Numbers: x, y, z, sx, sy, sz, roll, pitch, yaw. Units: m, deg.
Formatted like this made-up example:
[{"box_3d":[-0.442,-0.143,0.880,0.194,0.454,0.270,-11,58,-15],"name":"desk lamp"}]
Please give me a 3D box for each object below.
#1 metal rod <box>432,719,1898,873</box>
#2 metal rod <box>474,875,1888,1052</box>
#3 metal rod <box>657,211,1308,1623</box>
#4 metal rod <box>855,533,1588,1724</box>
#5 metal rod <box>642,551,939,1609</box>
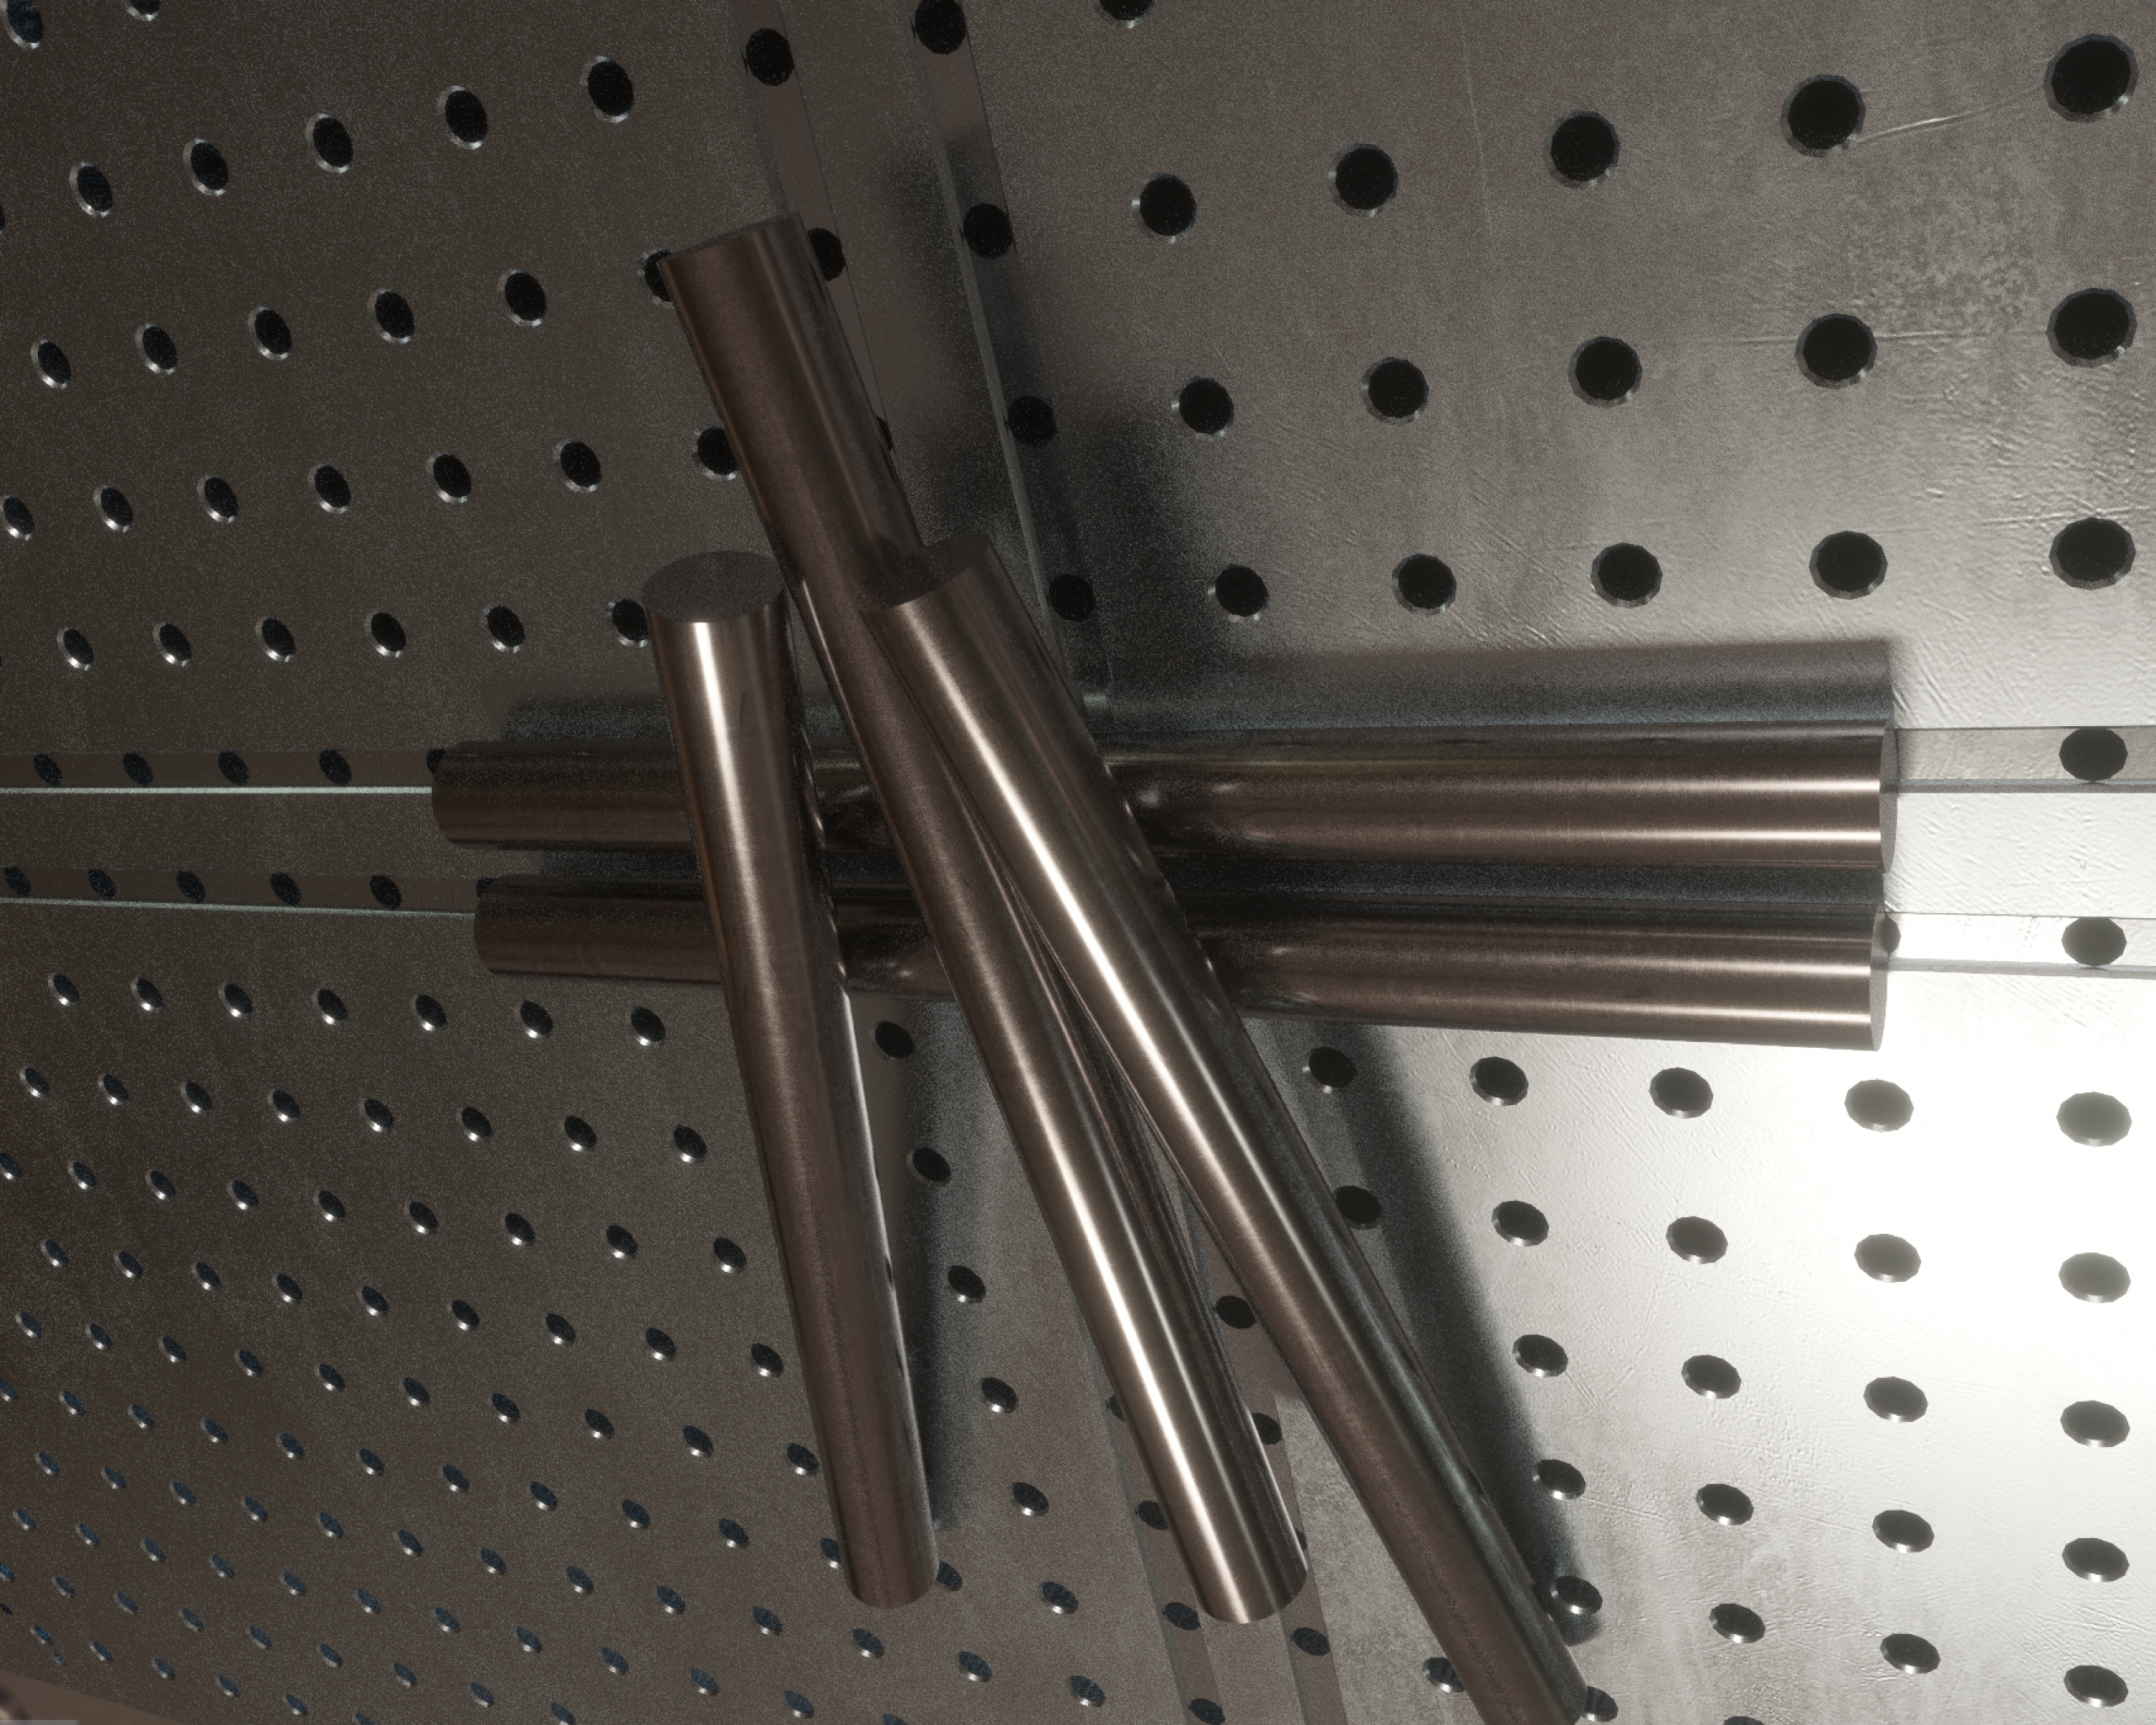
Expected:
[{"box_3d":[-0.003,-0.013,0.404,0.301,0.025,0.025,1,119,27],"name":"metal rod"},{"box_3d":[0.001,0.017,0.420,0.301,0.025,0.025,1,119,27],"name":"metal rod"},{"box_3d":[-0.010,0.027,0.400,0.025,0.025,0.298,-6,116,31],"name":"metal rod"},{"box_3d":[0.039,0.071,0.409,0.025,0.025,0.299,-11,120,32],"name":"metal rod"},{"box_3d":[-0.056,0.069,0.458,0.025,0.025,0.298,13,131,20],"name":"metal rod"}]
